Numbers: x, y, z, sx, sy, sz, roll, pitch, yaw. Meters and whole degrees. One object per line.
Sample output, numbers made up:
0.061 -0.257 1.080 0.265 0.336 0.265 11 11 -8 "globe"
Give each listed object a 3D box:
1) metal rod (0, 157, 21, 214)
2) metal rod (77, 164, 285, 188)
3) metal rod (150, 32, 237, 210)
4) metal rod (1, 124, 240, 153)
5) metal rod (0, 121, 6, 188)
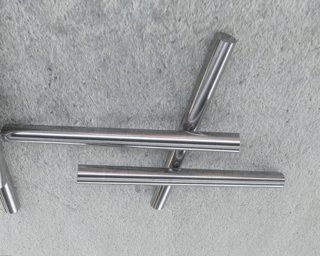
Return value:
-0.233 0.019 0.421 0.025 0.025 0.298 4 130 -3 "metal rod"
0.040 0.069 0.435 0.302 0.025 0.025 4 131 -16 "metal rod"
0.032 0.015 0.419 0.025 0.025 0.298 11 129 -9 "metal rod"
-0.054 0.012 0.395 0.302 0.025 0.025 2 131 6 "metal rod"
-0.199 -0.042 0.351 0.025 0.025 0.298 9 125 -8 "metal rod"
